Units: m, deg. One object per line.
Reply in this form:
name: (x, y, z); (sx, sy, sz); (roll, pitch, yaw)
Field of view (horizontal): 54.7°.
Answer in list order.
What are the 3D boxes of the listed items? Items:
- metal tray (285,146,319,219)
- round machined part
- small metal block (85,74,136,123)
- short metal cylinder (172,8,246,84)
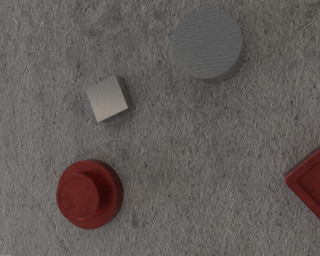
metal tray: (0.213, 0.075, 0.331); (0.090, 0.030, 0.130); (-45, 76, 14)
round machined part: (-0.105, 0.095, 0.437); (0.098, 0.042, 0.097); (0, 90, 20)
small metal block: (-0.069, -0.040, 0.433); (0.050, 0.025, 0.050); (-24, 82, 18)
short metal cylinder: (0.061, -0.096, 0.374); (0.080, 0.050, 0.080); (0, 90, 20)
